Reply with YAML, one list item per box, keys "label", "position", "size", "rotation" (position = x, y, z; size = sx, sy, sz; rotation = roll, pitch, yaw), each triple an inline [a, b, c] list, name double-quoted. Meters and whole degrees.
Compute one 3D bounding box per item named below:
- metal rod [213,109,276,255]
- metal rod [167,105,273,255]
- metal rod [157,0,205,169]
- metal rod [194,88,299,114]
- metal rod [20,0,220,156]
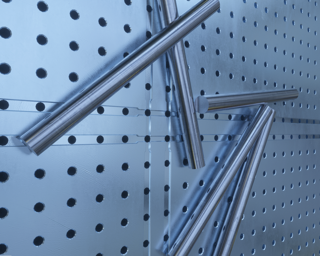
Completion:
- label: "metal rod"
  position: [0.144, 0.097, 0.528]
  size: [0.025, 0.025, 0.300]
  rotation: [38, 67, -34]
- label: "metal rod"
  position: [0.105, 0.074, 0.489]
  size: [0.301, 0.025, 0.025]
  rotation: [-52, 120, -25]
- label: "metal rod"
  position: [0.025, -0.089, 0.428]
  size: [0.025, 0.025, 0.298]
  rotation: [-19, 102, -38]
- label: "metal rod"
  position: [0.164, -0.051, 0.529]
  size: [0.302, 0.025, 0.025]
  rotation: [-10, 97, -44]
- label: "metal rod"
  position: [-0.028, -0.076, 0.363]
  size: [0.301, 0.025, 0.025]
  rotation: [-44, 117, -24]
